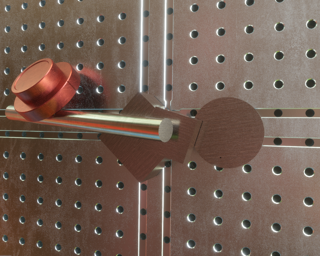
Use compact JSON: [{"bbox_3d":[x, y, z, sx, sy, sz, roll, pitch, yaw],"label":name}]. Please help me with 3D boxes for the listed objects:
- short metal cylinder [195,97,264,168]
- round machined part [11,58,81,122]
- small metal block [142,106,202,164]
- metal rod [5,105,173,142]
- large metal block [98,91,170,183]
[{"bbox_3d":[0.083,0.005,0.370,0.080,0.050,0.079,0,90,19],"label":"short metal cylinder"},{"bbox_3d":[-0.164,-0.059,0.431,0.098,0.042,0.098,-18,44,19],"label":"round machined part"},{"bbox_3d":[0.014,0.007,0.351,0.050,0.025,0.050,20,96,18],"label":"small metal block"},{"bbox_3d":[-0.114,-0.011,0.405,0.300,0.025,0.025,6,92,36],"label":"metal rod"},{"bbox_3d":[-0.017,0.011,0.402,0.080,0.050,0.080,45,104,14],"label":"large metal block"}]
